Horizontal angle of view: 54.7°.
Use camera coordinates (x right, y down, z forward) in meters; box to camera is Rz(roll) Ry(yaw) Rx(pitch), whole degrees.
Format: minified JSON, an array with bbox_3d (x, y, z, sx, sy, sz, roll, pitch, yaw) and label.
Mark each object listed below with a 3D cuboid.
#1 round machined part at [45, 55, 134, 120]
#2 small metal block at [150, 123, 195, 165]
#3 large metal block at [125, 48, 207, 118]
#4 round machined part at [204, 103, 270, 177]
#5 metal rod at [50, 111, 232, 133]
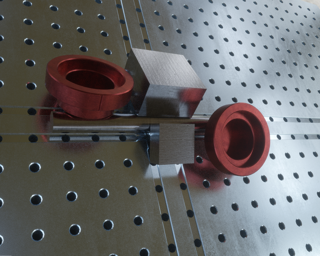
[{"bbox_3d":[-0.083,-0.046,0.364,0.099,0.042,0.098,14,31,-8],"label":"round machined part"},{"bbox_3d":[0.016,0.019,0.392,0.050,0.025,0.050,1,90,-28],"label":"small metal block"},{"bbox_3d":[0.003,-0.060,0.415,0.081,0.050,0.080,1,43,-28],"label":"large metal block"},{"bbox_3d":[0.101,0.016,0.426,0.099,0.042,0.097,2,86,-28],"label":"round machined part"},{"bbox_3d":[0.012,-0.006,0.419,0.303,0.025,0.025,0,62,-28],"label":"metal rod"}]
